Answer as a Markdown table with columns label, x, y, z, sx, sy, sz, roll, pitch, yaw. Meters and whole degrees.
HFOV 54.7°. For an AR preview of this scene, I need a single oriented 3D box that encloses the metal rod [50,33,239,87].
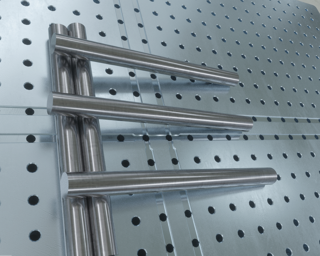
| label | x | y | z | sx | sy | sz | roll | pitch | yaw |
| --- | --- | --- | --- | --- | --- | --- | --- | --- | --- |
| metal rod | 0.000 | -0.091 | 0.447 | 0.302 | 0.025 | 0.025 | 4 | 60 | -33 |

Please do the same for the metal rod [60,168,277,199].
| label | x | y | z | sx | sy | sz | roll | pitch | yaw |
| --- | --- | --- | --- | --- | --- | --- | --- | --- | --- |
| metal rod | 0.036 | 0.062 | 0.373 | 0.302 | 0.025 | 0.025 | 4 | 60 | -34 |

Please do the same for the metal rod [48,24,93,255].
| label | x | y | z | sx | sy | sz | roll | pitch | yaw |
| --- | --- | --- | --- | --- | --- | --- | --- | --- | --- |
| metal rod | -0.105 | 0.001 | 0.351 | 0.025 | 0.025 | 0.299 | 1 | 61 | -28 |

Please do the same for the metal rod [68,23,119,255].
| label | x | y | z | sx | sy | sz | roll | pitch | yaw |
| --- | --- | --- | --- | --- | --- | --- | --- | --- | --- |
| metal rod | -0.084 | -0.005 | 0.366 | 0.025 | 0.025 | 0.299 | 1 | 61 | -28 |

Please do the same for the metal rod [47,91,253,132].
| label | x | y | z | sx | sy | sz | roll | pitch | yaw |
| --- | --- | --- | --- | --- | --- | --- | --- | --- | --- |
| metal rod | 0.011 | -0.016 | 0.406 | 0.302 | 0.025 | 0.025 | 5 | 60 | -33 |
